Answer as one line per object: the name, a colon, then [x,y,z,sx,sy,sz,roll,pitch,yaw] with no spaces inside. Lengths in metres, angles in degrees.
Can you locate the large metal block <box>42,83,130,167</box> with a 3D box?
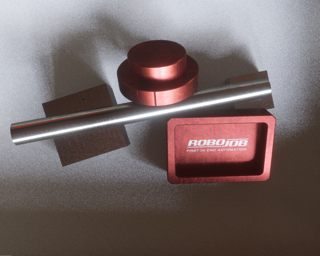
large metal block: [-0.091,-0.004,0.395,0.080,0.050,0.080,-18,90,-1]

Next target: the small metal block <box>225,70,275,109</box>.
small metal block: [0.118,-0.045,0.411,0.050,0.025,0.050,-11,90,-1]

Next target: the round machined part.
round machined part: [-0.003,-0.072,0.371,0.099,0.098,0.042,-4,131,-1]

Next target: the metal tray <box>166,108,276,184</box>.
metal tray: [0.074,0.023,0.394,0.131,0.030,0.089,-2,110,-1]

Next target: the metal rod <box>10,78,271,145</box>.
metal rod: [-0.015,-0.022,0.365,0.302,0.025,0.025,-11,90,-8]
